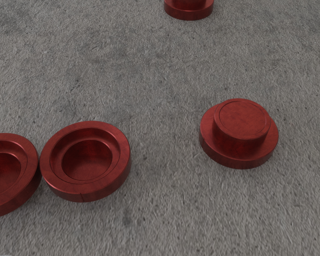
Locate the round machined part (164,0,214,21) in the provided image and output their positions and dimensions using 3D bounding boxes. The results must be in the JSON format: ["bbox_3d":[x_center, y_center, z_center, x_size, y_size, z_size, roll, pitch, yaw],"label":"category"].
[{"bbox_3d":[0.057,-0.256,0.607,0.099,0.042,0.098,0,50,0],"label":"round machined part"}]

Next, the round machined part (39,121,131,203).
[{"bbox_3d":[-0.082,0.042,0.356,0.099,0.042,0.098,0,50,0],"label":"round machined part"}]

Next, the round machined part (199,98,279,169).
[{"bbox_3d":[0.100,0.000,0.393,0.099,0.042,0.098,0,50,0],"label":"round machined part"}]

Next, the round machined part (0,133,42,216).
[{"bbox_3d":[-0.180,0.056,0.344,0.099,0.042,0.098,0,50,0],"label":"round machined part"}]
